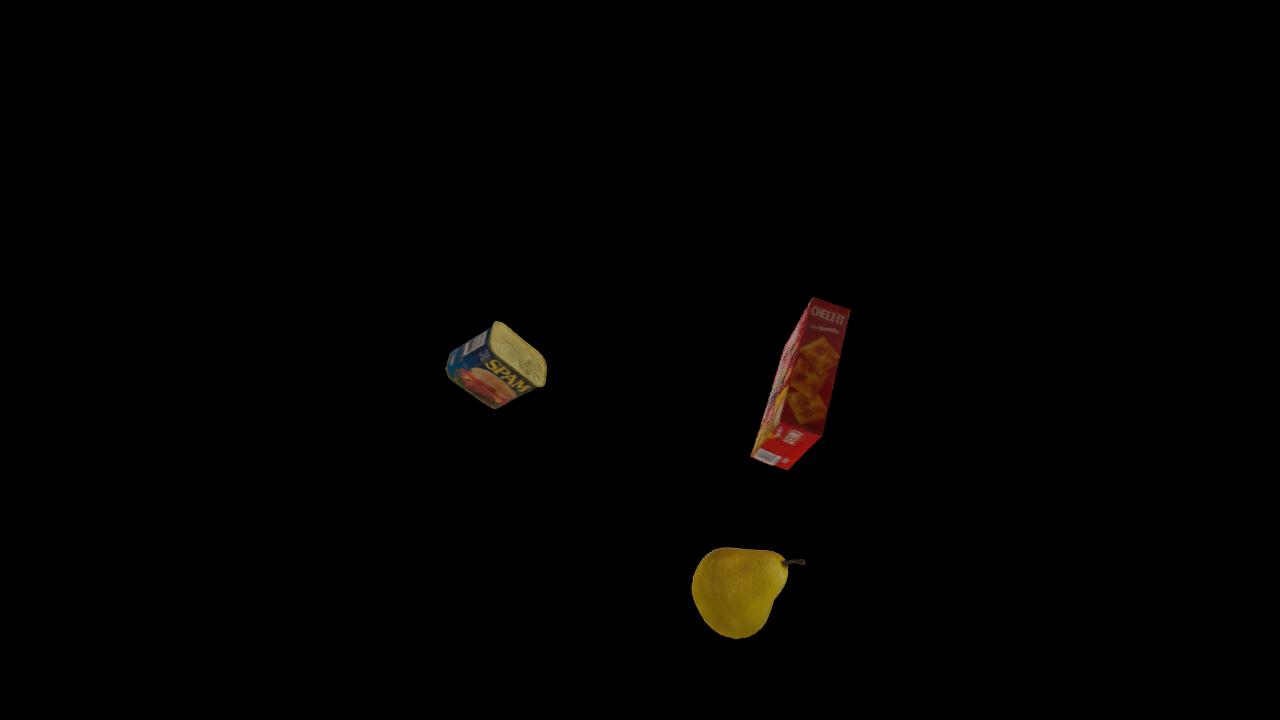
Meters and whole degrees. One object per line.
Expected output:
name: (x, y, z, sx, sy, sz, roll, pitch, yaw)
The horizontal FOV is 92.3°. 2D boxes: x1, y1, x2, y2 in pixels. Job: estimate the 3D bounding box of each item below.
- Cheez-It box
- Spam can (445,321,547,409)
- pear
Cheez-It box: (0.248, 0.040, 0.954, 0.071, 0.223, 0.166, 20, -27, 5)
Spam can: (-0.186, 0.010, 0.801, 0.085, 0.058, 0.101, -26, -50, 25)
pear: (0.099, 0.198, 0.560, 0.080, 0.111, 0.080, 30, 26, -16)
